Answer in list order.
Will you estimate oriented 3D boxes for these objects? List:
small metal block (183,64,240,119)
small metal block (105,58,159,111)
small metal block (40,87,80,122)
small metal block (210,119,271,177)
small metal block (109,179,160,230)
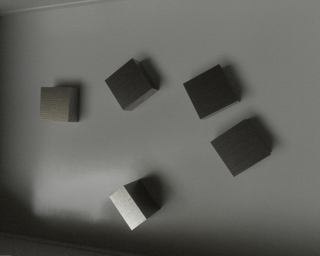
[{"bbox_3d":[0.064,-0.044,0.387,0.050,0.025,0.050,-27,81,17],"label":"small metal block"},{"bbox_3d":[-0.039,-0.058,0.423,0.050,0.025,0.050,-36,79,16],"label":"small metal block"},{"bbox_3d":[-0.149,-0.035,0.462,0.050,0.025,0.050,3,91,19],"label":"small metal block"},{"bbox_3d":[0.098,0.024,0.376,0.050,0.025,0.050,-36,79,16],"label":"small metal block"},{"bbox_3d":[-0.032,0.099,0.407,0.025,0.050,0.050,-40,78,15],"label":"small metal block"}]
